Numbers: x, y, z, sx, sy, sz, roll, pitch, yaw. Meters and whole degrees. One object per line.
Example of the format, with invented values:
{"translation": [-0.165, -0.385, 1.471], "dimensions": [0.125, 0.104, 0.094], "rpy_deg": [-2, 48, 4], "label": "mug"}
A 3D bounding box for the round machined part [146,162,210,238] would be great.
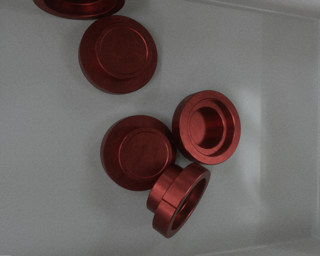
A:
{"translation": [0.020, 0.085, 0.391], "dimensions": [0.042, 0.098, 0.098], "rpy_deg": [30, 77, 23], "label": "round machined part"}

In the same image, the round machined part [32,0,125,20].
{"translation": [-0.089, -0.159, 0.340], "dimensions": [0.099, 0.098, 0.042], "rpy_deg": [-3, 86, -20], "label": "round machined part"}

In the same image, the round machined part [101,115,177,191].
{"translation": [-0.023, 0.032, 0.394], "dimensions": [0.099, 0.042, 0.097], "rpy_deg": [0, 90, -20], "label": "round machined part"}

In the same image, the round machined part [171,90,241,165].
{"translation": [0.058, 0.000, 0.419], "dimensions": [0.099, 0.042, 0.097], "rpy_deg": [2, 86, -28], "label": "round machined part"}

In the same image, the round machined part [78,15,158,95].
{"translation": [-0.049, -0.091, 0.384], "dimensions": [0.099, 0.042, 0.097], "rpy_deg": [0, 90, -21], "label": "round machined part"}
